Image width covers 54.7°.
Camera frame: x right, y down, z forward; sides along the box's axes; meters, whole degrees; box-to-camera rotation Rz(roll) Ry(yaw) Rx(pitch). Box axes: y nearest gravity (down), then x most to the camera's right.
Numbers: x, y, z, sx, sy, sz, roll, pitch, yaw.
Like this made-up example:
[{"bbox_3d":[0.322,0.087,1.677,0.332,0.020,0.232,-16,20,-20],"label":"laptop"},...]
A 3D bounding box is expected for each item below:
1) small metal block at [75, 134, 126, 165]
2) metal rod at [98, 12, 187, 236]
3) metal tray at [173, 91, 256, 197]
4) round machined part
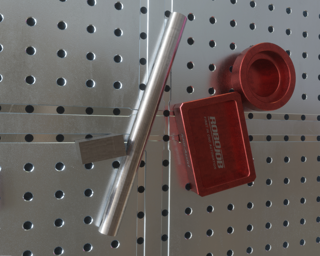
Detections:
[{"bbox_3d":[-0.073,0.024,0.373,0.050,0.050,0.025,-10,94,-20],"label":"small metal block"},{"bbox_3d":[-0.020,-0.010,0.406,0.025,0.025,0.299,20,83,-19],"label":"metal rod"},{"bbox_3d":[0.078,0.021,0.435,0.091,0.030,0.129,-13,95,-15],"label":"metal tray"},{"bbox_3d":[0.148,-0.073,0.460,0.099,0.042,0.097,0,90,-21],"label":"round machined part"}]
